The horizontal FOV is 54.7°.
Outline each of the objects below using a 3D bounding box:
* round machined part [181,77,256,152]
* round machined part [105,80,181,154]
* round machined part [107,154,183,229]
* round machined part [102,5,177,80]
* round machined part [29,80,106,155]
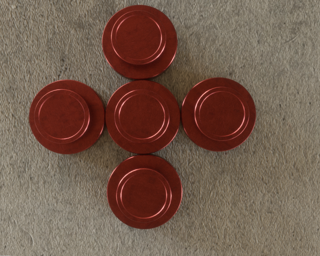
[{"bbox_3d":[0.077,-0.018,0.404,0.099,0.042,0.097,0,90,-1],"label":"round machined part"},{"bbox_3d":[-0.022,-0.014,0.402,0.099,0.042,0.097,0,90,-1],"label":"round machined part"},{"bbox_3d":[-0.020,0.083,0.402,0.099,0.042,0.097,0,90,-1],"label":"round machined part"},{"bbox_3d":[-0.027,-0.112,0.402,0.099,0.042,0.097,0,90,-1],"label":"round machined part"},{"bbox_3d":[-0.121,-0.014,0.401,0.099,0.042,0.097,0,90,-1],"label":"round machined part"}]
